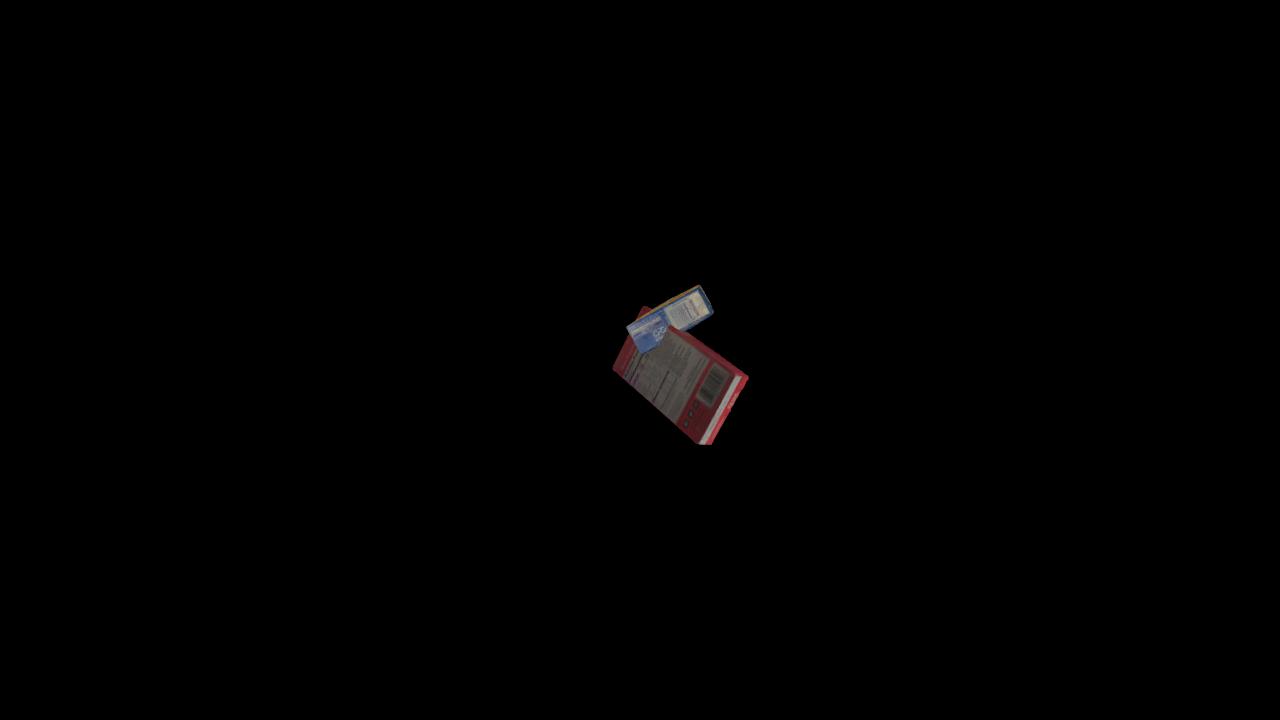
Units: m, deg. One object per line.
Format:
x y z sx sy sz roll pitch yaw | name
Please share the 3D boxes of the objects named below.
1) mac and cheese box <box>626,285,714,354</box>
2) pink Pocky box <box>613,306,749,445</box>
0.041 -0.054 0.744 0.093 0.041 0.184 -31 3 8 | mac and cheese box
0.038 0.013 0.656 0.029 0.084 0.155 11 21 -46 | pink Pocky box
